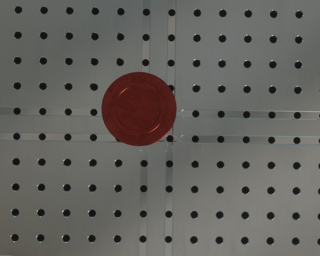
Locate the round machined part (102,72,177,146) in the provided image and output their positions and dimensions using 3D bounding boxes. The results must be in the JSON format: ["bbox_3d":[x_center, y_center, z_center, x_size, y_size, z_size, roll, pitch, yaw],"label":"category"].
[{"bbox_3d":[-0.027,-0.025,0.405,0.099,0.042,0.097,0,90,0],"label":"round machined part"}]
